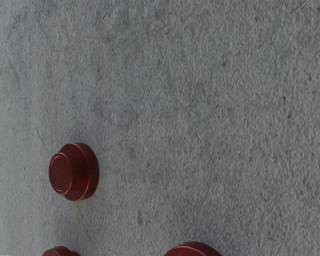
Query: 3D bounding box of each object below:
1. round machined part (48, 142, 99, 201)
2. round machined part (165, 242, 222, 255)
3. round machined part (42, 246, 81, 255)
[{"bbox_3d":[-0.149,0.074,0.518,0.098,0.042,0.097,0,90,40],"label":"round machined part"},{"bbox_3d":[0.048,0.180,0.355,0.098,0.042,0.097,0,90,40],"label":"round machined part"},{"bbox_3d":[-0.161,0.251,0.527,0.098,0.042,0.097,0,90,40],"label":"round machined part"}]
